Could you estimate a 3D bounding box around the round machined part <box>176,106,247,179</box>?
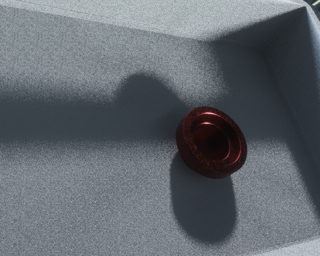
[{"bbox_3d":[0.064,0.023,0.417,0.099,0.042,0.098,14,56,-21],"label":"round machined part"}]
